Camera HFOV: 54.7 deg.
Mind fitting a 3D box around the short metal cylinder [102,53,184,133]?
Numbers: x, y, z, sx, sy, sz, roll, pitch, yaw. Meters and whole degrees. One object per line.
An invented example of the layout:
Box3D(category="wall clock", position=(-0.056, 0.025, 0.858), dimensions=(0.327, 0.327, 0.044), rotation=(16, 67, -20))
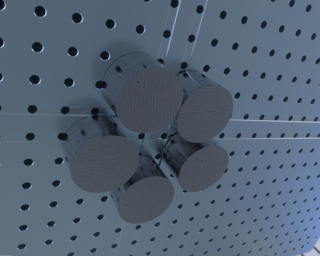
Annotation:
Box3D(category="short metal cylinder", position=(-0.020, -0.041, 0.358), dimensions=(0.081, 0.050, 0.079), rotation=(-14, 125, -21))

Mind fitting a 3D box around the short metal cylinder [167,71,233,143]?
Box3D(category="short metal cylinder", position=(0.046, -0.028, 0.402), dimensions=(0.081, 0.050, 0.079), rotation=(-14, 124, -21))

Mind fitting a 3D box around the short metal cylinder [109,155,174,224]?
Box3D(category="short metal cylinder", position=(-0.027, 0.085, 0.431), dimensions=(0.081, 0.050, 0.079), rotation=(-13, 124, -21))

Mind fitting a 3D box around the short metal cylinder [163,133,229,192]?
Box3D(category="short metal cylinder", position=(0.051, 0.046, 0.450), dimensions=(0.081, 0.050, 0.079), rotation=(-14, 126, -20))

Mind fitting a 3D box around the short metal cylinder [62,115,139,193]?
Box3D(category="short metal cylinder", position=(-0.072, 0.031, 0.374), dimensions=(0.081, 0.050, 0.079), rotation=(-14, 125, -21))
